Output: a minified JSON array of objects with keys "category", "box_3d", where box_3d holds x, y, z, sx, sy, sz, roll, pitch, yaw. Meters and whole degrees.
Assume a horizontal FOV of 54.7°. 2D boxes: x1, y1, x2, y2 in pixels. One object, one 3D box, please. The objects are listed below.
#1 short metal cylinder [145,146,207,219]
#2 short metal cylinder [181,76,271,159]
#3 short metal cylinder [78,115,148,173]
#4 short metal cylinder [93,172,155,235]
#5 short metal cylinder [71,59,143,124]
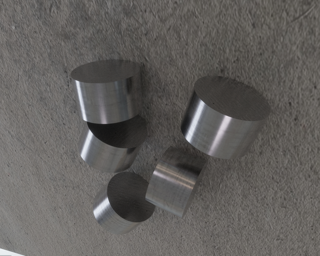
[{"category":"short metal cylinder","box_3d":[0.022,0.070,0.403,0.050,0.080,0.079,23,127,14]},{"category":"short metal cylinder","box_3d":[0.067,-0.013,0.328,0.080,0.080,0.050,26,128,12]},{"category":"short metal cylinder","box_3d":[-0.063,0.013,0.412,0.080,0.080,0.050,33,129,6]},{"category":"short metal cylinder","box_3d":[-0.054,0.114,0.470,0.080,0.080,0.050,42,129,-1]},{"category":"short metal cylinder","box_3d":[-0.063,-0.046,0.376,0.080,0.080,0.050,11,123,22]}]
